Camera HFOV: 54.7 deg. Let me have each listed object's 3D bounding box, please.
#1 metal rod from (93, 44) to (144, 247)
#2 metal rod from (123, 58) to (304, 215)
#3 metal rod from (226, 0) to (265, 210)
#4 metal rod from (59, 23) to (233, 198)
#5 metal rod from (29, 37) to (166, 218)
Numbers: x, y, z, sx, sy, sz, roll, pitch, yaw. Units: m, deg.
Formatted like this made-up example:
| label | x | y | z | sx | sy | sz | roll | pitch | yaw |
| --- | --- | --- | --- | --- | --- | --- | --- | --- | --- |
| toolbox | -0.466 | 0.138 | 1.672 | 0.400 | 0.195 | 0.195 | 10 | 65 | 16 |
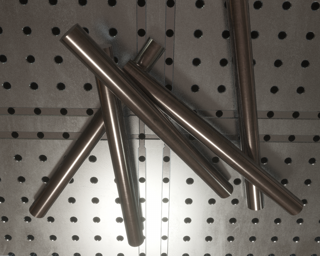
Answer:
| label | x | y | z | sx | sy | sz | roll | pitch | yaw |
| --- | --- | --- | --- | --- | --- | --- | --- | --- | --- |
| metal rod | -0.051 | 0.042 | 0.409 | 0.025 | 0.025 | 0.298 | -5 | 117 | 1 |
| metal rod | 0.073 | 0.019 | 0.393 | 0.301 | 0.025 | 0.025 | 38 | 105 | -13 |
| metal rod | 0.114 | -0.023 | 0.406 | 0.025 | 0.025 | 0.298 | -10 | 110 | 3 |
| metal rod | 0.003 | -0.001 | 0.375 | 0.025 | 0.025 | 0.300 | -38 | 120 | 12 |
| metal rod | -0.092 | 0.010 | 0.415 | 0.025 | 0.025 | 0.299 | 35 | 106 | -12 |
